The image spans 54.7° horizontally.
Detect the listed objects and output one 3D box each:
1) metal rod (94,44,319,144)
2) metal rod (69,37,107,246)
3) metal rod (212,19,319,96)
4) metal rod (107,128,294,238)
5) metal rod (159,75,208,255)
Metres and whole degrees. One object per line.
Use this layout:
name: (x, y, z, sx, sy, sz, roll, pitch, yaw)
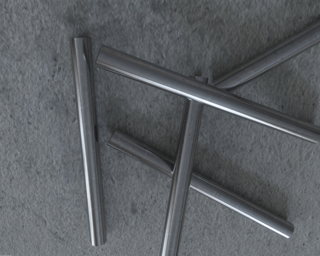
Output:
metal rod: (0.072, -0.034, 0.372, 0.302, 0.025, 0.025, 17, 109, -17)
metal rod: (-0.094, 0.032, 0.420, 0.025, 0.025, 0.298, 0, 110, 0)
metal rod: (0.201, -0.121, 0.367, 0.300, 0.025, 0.025, -29, 108, 10)
metal rod: (0.065, 0.083, 0.441, 0.301, 0.025, 0.025, 29, 107, -11)
metal rod: (0.026, 0.082, 0.409, 0.025, 0.025, 0.298, 8, 98, -4)
